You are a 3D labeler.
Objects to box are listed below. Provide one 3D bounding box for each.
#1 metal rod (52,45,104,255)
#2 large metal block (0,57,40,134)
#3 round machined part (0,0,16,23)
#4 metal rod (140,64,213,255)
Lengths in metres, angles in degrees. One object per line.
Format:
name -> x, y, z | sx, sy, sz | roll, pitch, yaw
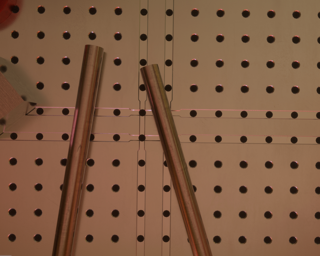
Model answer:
metal rod -> -0.110, 0.040, 0.411 | 0.025, 0.025, 0.298 | 9, 90, -1
large metal block -> -0.221, -0.040, 0.398 | 0.080, 0.050, 0.080 | -38, 91, 0
round machined part -> -0.244, -0.184, 0.401 | 0.099, 0.042, 0.097 | 0, 90, -1
metal rod -> 0.026, 0.062, 0.413 | 0.025, 0.025, 0.298 | -16, 90, 0
